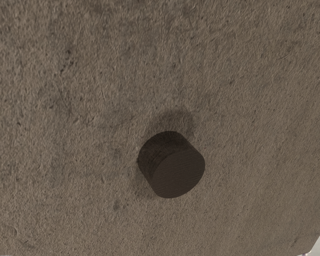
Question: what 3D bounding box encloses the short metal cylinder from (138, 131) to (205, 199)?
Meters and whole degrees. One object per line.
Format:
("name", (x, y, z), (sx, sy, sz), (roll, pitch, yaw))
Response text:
("short metal cylinder", (0.015, 0.051, 0.432), (0.081, 0.050, 0.079), (-14, 125, -21))
